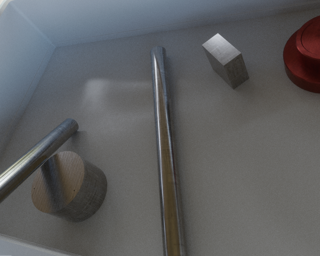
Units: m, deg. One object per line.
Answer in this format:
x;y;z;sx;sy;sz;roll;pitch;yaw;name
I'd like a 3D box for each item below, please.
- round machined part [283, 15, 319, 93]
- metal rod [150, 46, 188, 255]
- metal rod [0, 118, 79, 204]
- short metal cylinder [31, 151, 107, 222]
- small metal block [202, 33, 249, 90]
0.192;-0.091;0.350;0.098;0.042;0.098;-13;56;20;round machined part
0.007;0.008;0.395;0.025;0.025;0.299;-17;55;18;metal rod
-0.174;0.062;0.352;0.025;0.025;0.301;-13;22;21;metal rod
-0.117;0.077;0.402;0.080;0.050;0.080;-13;56;20;short metal cylinder
0.084;-0.085;0.397;0.025;0.050;0.050;-36;51;4;small metal block
